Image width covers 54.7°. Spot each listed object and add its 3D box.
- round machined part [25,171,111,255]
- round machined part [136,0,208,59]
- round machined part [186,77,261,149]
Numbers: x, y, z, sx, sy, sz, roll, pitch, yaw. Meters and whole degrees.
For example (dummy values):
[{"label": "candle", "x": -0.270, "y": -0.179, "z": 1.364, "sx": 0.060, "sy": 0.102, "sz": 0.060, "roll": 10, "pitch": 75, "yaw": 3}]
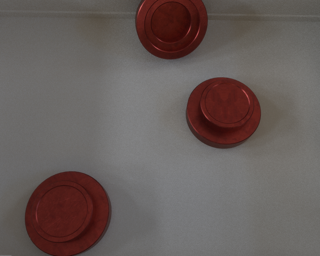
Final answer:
[{"label": "round machined part", "x": -0.109, "y": 0.099, "z": 0.363, "sx": 0.099, "sy": 0.042, "sz": 0.098, "roll": 0, "pitch": 70, "yaw": -1}, {"label": "round machined part", "x": 0.014, "y": -0.151, "z": 0.437, "sx": 0.099, "sy": 0.097, "sz": 0.042, "roll": -10, "pitch": 33, "yaw": -4}, {"label": "round machined part", "x": 0.085, "y": -0.025, "z": 0.411, "sx": 0.099, "sy": 0.042, "sz": 0.098, "roll": 0, "pitch": 70, "yaw": -1}]
